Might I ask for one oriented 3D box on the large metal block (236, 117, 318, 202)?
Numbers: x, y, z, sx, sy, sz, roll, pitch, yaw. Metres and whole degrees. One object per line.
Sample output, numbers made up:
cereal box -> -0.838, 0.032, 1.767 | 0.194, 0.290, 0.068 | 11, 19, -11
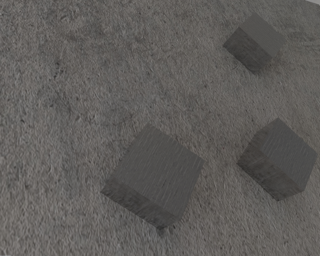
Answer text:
large metal block -> 0.172, 0.045, 0.453 | 0.080, 0.050, 0.080 | 43, 51, 2

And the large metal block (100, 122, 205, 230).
large metal block -> -0.007, 0.054, 0.351 | 0.080, 0.050, 0.080 | 34, 51, -6

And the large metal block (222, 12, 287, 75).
large metal block -> 0.178, -0.159, 0.580 | 0.080, 0.050, 0.080 | 43, 51, 2
